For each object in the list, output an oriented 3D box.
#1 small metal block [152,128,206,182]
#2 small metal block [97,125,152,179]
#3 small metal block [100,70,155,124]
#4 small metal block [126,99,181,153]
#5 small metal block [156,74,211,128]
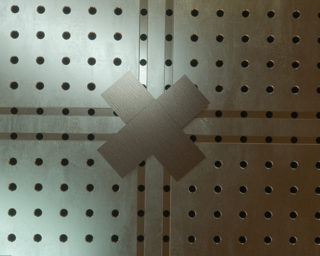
[{"bbox_3d":[0.025,0.035,0.414,0.050,0.025,0.050,-41,91,0],"label":"small metal block"},{"bbox_3d":[-0.046,0.031,0.413,0.050,0.025,0.050,-41,91,0],"label":"small metal block"},{"bbox_3d":[-0.042,-0.040,0.413,0.050,0.025,0.050,-41,91,0],"label":"small metal block"},{"bbox_3d":[-0.009,-0.002,0.412,0.050,0.025,0.050,-41,91,0],"label":"small metal block"},{"bbox_3d":[0.030,-0.035,0.413,0.050,0.025,0.050,-41,91,0],"label":"small metal block"}]
